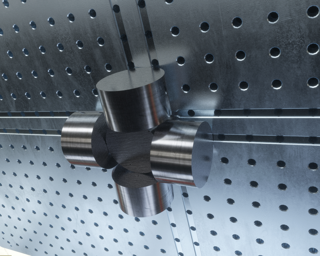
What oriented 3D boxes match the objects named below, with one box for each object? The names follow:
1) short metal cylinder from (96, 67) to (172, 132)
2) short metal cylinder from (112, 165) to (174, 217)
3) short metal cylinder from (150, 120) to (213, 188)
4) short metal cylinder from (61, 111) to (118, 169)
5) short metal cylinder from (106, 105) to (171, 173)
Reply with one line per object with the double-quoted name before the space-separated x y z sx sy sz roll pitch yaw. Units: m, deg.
"short metal cylinder" -0.030 -0.036 0.369 0.080 0.080 0.050 3 119 27
"short metal cylinder" -0.023 0.078 0.435 0.080 0.080 0.050 6 121 25
"short metal cylinder" 0.029 0.030 0.379 0.050 0.080 0.079 4 120 26
"short metal cylinder" -0.090 0.015 0.433 0.050 0.080 0.080 1 119 27
"short metal cylinder" -0.025 0.014 0.417 0.080 0.050 0.079 12 123 20
